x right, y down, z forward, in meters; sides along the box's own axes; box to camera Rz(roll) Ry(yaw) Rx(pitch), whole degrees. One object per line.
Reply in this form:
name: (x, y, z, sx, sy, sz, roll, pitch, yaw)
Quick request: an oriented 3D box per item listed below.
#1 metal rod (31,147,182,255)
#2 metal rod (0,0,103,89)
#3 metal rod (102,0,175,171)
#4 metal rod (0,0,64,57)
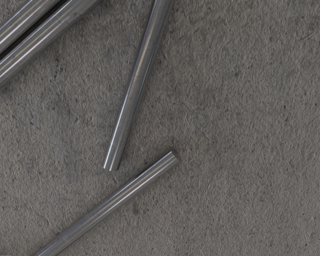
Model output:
metal rod: (-0.092, 0.127, 0.455, 0.300, 0.025, 0.025, -39, 106, 13)
metal rod: (-0.116, -0.125, 0.362, 0.300, 0.025, 0.025, -36, 106, 12)
metal rod: (-0.020, -0.079, 0.380, 0.025, 0.025, 0.298, 18, 109, -7)
metal rod: (-0.110, -0.162, 0.349, 0.300, 0.025, 0.025, -36, 106, 12)
